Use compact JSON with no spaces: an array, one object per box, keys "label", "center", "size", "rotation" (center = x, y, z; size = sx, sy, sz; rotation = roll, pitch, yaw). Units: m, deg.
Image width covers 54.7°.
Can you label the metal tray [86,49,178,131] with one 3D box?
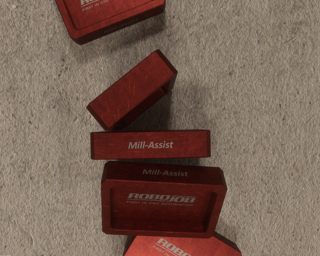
[{"label":"metal tray","center":[-0.027,-0.037,0.357],"size":[0.090,0.130,0.030],"rotation":[-39,90,0]}]

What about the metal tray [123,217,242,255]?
[{"label":"metal tray","center":[0.028,0.165,0.408],"size":[0.130,0.030,0.090],"rotation":[32,90,-1]}]

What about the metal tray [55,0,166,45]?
[{"label":"metal tray","center":[-0.068,-0.176,0.406],"size":[0.131,0.030,0.090],"rotation":[-22,90,-1]}]

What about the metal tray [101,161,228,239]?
[{"label":"metal tray","center":[0.002,0.084,0.352],"size":[0.131,0.030,0.089],"rotation":[4,125,-4]}]

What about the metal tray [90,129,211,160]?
[{"label":"metal tray","center":[-0.010,0.018,0.377],"size":[0.131,0.090,0.030],"rotation":[-1,90,-1]}]
